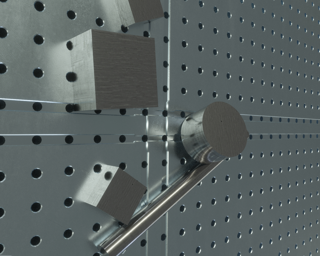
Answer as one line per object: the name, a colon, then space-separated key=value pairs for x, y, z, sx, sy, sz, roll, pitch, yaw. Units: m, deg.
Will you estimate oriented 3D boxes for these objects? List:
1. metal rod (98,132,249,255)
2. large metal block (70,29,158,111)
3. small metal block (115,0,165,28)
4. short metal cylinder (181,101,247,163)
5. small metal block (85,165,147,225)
metal rod: x=0.039 y=0.077 z=0.444 sx=0.302 sy=0.025 sz=0.025 roll=-33 pitch=111 yaw=-35
large metal block: x=-0.051 y=-0.061 z=0.352 sx=0.081 sy=0.050 sz=0.079 roll=-5 pitch=94 yaw=-40
small metal block: x=-0.027 y=-0.158 z=0.388 sx=0.050 sy=0.025 sz=0.050 roll=-28 pitch=108 yaw=-37
short metal cylinder: x=0.078 y=0.008 z=0.446 sx=0.081 sy=0.050 sz=0.080 roll=11 pitch=68 yaw=-28
small metal block: x=-0.051 y=0.080 z=0.369 sx=0.050 sy=0.025 sz=0.050 roll=43 pitch=64 yaw=-32
